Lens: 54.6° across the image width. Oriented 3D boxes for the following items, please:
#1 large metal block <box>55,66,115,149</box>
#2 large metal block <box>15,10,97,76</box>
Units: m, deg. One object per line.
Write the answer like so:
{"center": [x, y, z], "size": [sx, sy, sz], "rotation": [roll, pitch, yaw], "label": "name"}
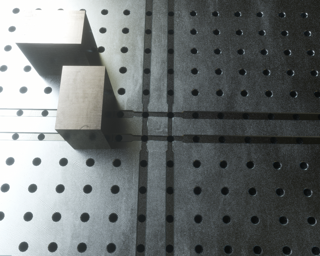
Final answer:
{"center": [-0.090, -0.023, 0.390], "size": [0.050, 0.080, 0.080], "rotation": [0, 70, 0], "label": "large metal block"}
{"center": [-0.136, -0.113, 0.423], "size": [0.080, 0.080, 0.050], "rotation": [1, 70, 0], "label": "large metal block"}
